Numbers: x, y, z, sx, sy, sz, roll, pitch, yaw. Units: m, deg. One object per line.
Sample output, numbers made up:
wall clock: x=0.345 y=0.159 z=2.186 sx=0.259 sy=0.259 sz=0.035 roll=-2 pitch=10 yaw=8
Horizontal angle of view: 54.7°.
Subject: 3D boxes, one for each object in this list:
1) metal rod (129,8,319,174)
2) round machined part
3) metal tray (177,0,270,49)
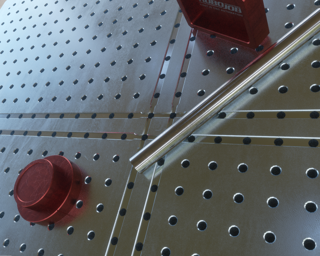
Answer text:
metal rod: x=0.086 y=-0.045 z=0.390 sx=0.300 sy=0.025 sz=0.025 roll=-39 pitch=51 yaw=2
round machined part: x=-0.162 y=0.082 z=0.433 sx=0.098 sy=0.042 sz=0.098 roll=-13 pitch=56 yaw=21
metal tray: x=0.080 y=-0.165 z=0.425 sx=0.130 sy=0.090 sz=0.030 roll=34 pitch=81 yaw=38
